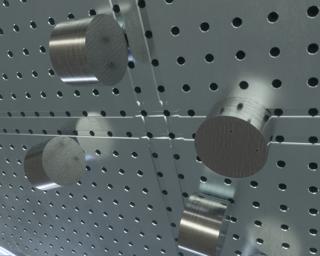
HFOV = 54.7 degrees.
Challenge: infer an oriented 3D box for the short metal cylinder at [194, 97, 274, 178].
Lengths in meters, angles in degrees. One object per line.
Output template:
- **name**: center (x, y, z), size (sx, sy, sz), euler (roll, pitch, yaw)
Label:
- **short metal cylinder**: center (0.086, 0.010, 0.356), size (0.080, 0.050, 0.079), euler (13, 124, 21)

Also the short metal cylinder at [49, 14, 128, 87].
- **short metal cylinder**: center (-0.081, -0.089, 0.363), size (0.050, 0.080, 0.080), euler (2, 120, 27)

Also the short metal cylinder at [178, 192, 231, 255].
- **short metal cylinder**: center (0.063, 0.134, 0.425), size (0.050, 0.080, 0.079), euler (11, 123, 22)

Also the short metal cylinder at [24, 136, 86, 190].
- **short metal cylinder**: center (-0.168, 0.057, 0.500), size (0.050, 0.080, 0.080), euler (-17, 109, 35)
